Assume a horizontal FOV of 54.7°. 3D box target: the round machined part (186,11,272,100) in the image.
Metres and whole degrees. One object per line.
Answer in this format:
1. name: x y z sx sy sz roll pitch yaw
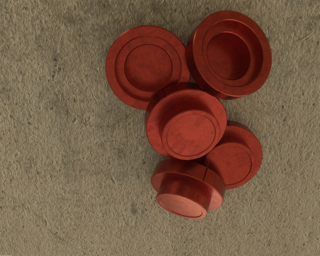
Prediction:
1. round machined part: 0.075 -0.080 0.359 0.099 0.042 0.097 2 83 -18

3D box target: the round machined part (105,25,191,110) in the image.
1. round machined part: -0.013 -0.074 0.375 0.099 0.042 0.097 0 110 -1

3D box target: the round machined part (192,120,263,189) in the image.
1. round machined part: 0.090 0.042 0.419 0.099 0.042 0.097 0 110 -1

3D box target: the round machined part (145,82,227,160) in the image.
1. round machined part: 0.032 -0.001 0.367 0.099 0.042 0.097 -5 121 -7

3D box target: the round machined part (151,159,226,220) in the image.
1. round machined part: 0.033 0.085 0.407 0.098 0.042 0.097 16 145 11
